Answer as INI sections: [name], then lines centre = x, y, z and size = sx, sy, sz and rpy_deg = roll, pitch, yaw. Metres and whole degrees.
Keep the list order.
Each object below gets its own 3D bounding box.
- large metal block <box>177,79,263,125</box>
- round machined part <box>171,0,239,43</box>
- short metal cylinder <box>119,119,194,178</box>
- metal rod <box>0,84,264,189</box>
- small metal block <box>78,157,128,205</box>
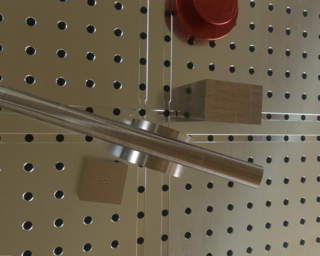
[large metal block]
centre = 0.077, -0.031, 0.413
size = 0.081, 0.080, 0.050
rpy_deg = 3, 89, -20
[round machined part]
centre = 0.068, -0.172, 0.430
size = 0.099, 0.042, 0.097
rpy_deg = 0, 90, -21
[short metal cylinder]
centre = -0.004, 0.025, 0.383
size = 0.080, 0.080, 0.050
rpy_deg = 20, 84, -19
[metal rod]
centre = -0.041, 0.007, 0.334
size = 0.301, 0.025, 0.025
rpy_deg = 17, 84, 5
[small metal block]
centre = -0.071, 0.066, 0.387
size = 0.050, 0.025, 0.050
rpy_deg = 12, 86, -20
